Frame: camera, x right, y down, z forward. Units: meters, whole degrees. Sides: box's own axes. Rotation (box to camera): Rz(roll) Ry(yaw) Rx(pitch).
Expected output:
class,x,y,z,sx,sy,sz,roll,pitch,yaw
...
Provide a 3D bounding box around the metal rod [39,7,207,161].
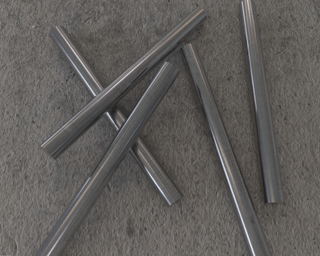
class,x,y,z,sx,sy,sz,roll,pitch,yaw
metal rod,-0.034,-0.072,0.413,0.025,0.025,0.301,38,66,12

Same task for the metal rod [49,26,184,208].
class,x,y,z,sx,sy,sz,roll,pitch,yaw
metal rod,-0.066,-0.026,0.417,0.025,0.025,0.299,-33,74,-11

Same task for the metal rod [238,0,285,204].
class,x,y,z,sx,sy,sz,roll,pitch,yaw
metal rod,0.136,-0.049,0.426,0.025,0.025,0.299,-1,70,0

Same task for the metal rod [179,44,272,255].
class,x,y,z,sx,sy,sz,roll,pitch,yaw
metal rod,0.079,0.021,0.400,0.025,0.025,0.299,-14,71,-5

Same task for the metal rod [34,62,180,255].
class,x,y,z,sx,sy,sz,roll,pitch,yaw
metal rod,-0.065,0.048,0.369,0.025,0.025,0.300,31,80,10
